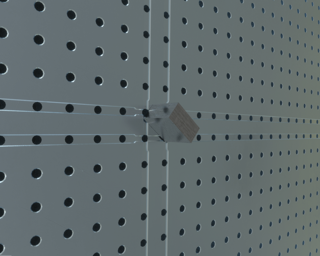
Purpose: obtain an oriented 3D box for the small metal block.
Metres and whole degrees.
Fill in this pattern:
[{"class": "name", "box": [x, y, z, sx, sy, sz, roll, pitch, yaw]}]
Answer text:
[{"class": "small metal block", "box": [0.015, -0.006, 0.407, 0.050, 0.050, 0.025, 48, 62, -30]}]
